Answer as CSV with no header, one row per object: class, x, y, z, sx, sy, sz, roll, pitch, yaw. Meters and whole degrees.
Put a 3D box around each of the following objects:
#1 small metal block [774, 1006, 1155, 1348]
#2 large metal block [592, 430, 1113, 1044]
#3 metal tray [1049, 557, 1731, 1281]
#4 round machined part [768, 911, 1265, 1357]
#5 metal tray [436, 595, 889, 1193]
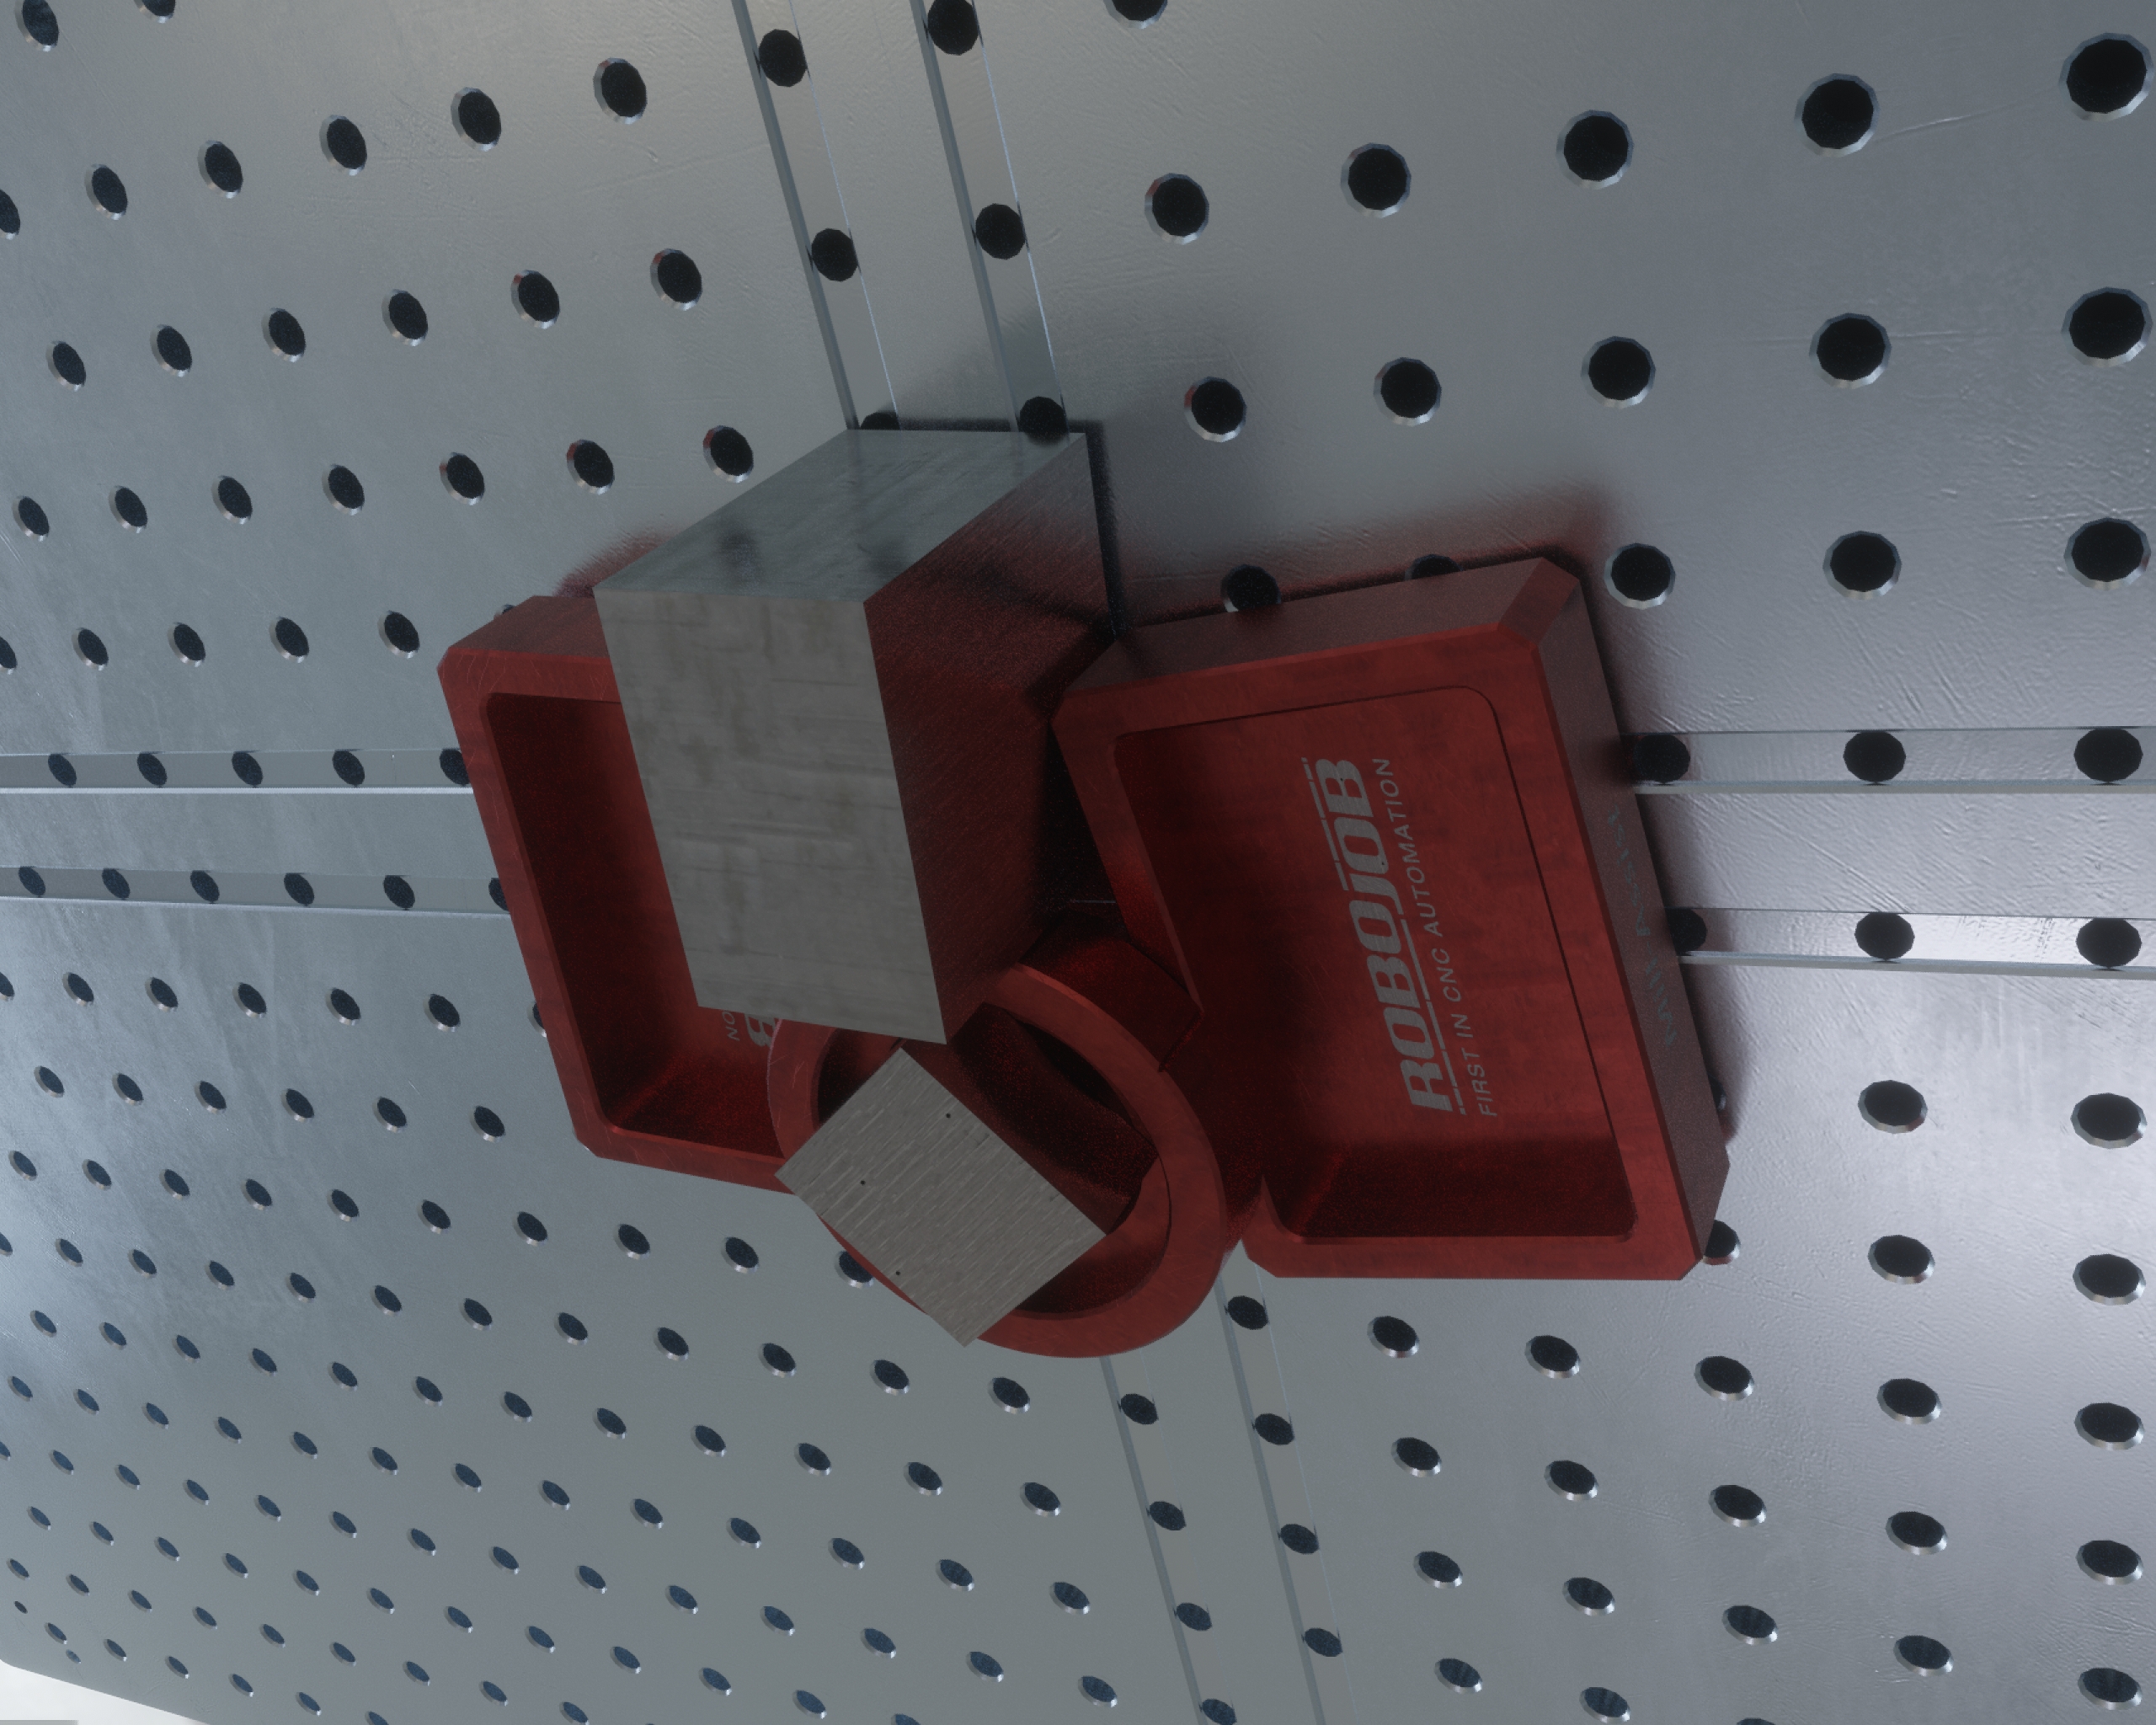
small metal block,-0.022,0.058,0.399,0.050,0.025,0.050,43,129,-2
large metal block,-0.033,-0.026,0.372,0.050,0.080,0.079,6,121,25
metal tray,0.059,0.016,0.381,0.090,0.030,0.129,-7,115,31
round machined part,-0.009,0.047,0.417,0.098,0.042,0.097,13,124,21
metal tray,-0.078,0.010,0.450,0.090,0.030,0.129,6,121,25
